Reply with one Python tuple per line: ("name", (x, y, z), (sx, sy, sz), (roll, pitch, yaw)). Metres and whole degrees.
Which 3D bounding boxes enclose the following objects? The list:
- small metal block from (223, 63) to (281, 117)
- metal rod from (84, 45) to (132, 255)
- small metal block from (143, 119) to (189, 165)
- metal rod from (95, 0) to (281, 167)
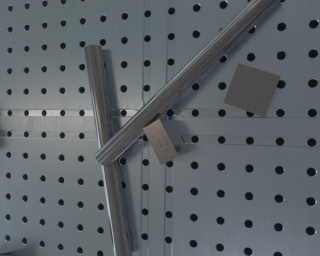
("small metal block", (0.111, -0.045, 0.373), (0.050, 0.025, 0.050), (22, 97, 18))
("metal rod", (-0.074, 0.032, 0.438), (0.025, 0.025, 0.298), (-10, 87, 20))
("small metal block", (0.009, 0.017, 0.396), (0.025, 0.050, 0.050), (-30, 80, 17))
("metal rod", (0.029, -0.059, 0.388), (0.300, 0.025, 0.025), (-44, 76, 9))
